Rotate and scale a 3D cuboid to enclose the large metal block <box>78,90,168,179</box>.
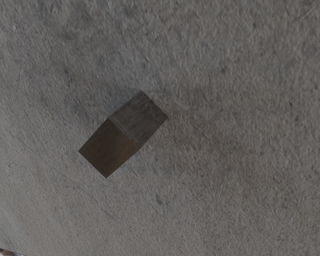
[{"bbox_3d":[-0.047,0.008,0.401,0.050,0.080,0.080,46,129,-4],"label":"large metal block"}]
